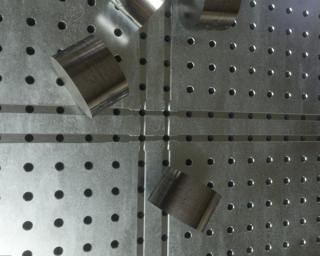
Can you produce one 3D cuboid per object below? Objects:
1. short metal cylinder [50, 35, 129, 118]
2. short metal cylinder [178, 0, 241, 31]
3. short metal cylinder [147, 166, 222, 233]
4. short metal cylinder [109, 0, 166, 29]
[{"bbox_3d":[-0.080,-0.058,0.354,0.050,0.080,0.080,-35,102,-17],"label":"short metal cylinder"},{"bbox_3d":[0.063,-0.170,0.408,0.050,0.080,0.079,-4,92,-20],"label":"short metal cylinder"},{"bbox_3d":[0.031,0.090,0.396,0.080,0.080,0.050,33,79,-17],"label":"short metal cylinder"},{"bbox_3d":[-0.017,-0.169,0.378,0.050,0.080,0.080,41,77,-16],"label":"short metal cylinder"}]
